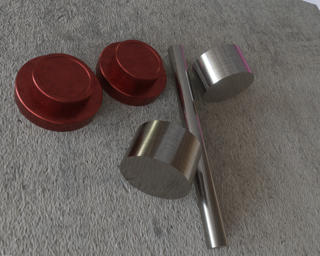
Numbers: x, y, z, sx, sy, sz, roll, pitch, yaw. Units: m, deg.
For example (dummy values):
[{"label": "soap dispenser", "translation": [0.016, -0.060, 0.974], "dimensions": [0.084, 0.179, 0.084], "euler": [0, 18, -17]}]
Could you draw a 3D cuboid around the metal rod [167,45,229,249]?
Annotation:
[{"label": "metal rod", "translation": [0.046, 0.007, 0.426], "dimensions": [0.025, 0.025, 0.299], "euler": [5, 59, -26]}]

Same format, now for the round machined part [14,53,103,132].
[{"label": "round machined part", "translation": [-0.115, -0.048, 0.361], "dimensions": [0.099, 0.042, 0.098], "euler": [14, 56, -21]}]

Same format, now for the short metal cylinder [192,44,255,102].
[{"label": "short metal cylinder", "translation": [0.095, -0.081, 0.472], "dimensions": [0.081, 0.080, 0.050], "euler": [-6, 65, -31]}]

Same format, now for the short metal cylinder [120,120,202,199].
[{"label": "short metal cylinder", "translation": [0.002, 0.037, 0.348], "dimensions": [0.080, 0.080, 0.050], "euler": [31, 52, -9]}]

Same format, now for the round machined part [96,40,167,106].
[{"label": "round machined part", "translation": [-0.034, -0.082, 0.426], "dimensions": [0.099, 0.042, 0.098], "euler": [14, 56, -21]}]
